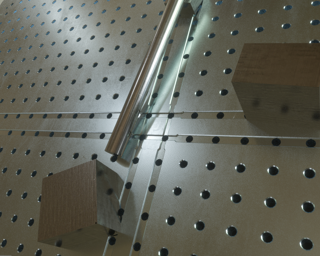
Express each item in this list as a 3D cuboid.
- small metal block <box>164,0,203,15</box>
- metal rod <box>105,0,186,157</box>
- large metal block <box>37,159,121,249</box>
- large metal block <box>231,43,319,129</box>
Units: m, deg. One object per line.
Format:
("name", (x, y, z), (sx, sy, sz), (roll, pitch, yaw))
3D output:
("small metal block", (0.043, -0.218, 0.518), (0.050, 0.025, 0.050), (14, 69, 33))
("metal rod", (-0.011, -0.100, 0.456), (0.025, 0.025, 0.299), (11, 73, 32))
("large metal block", (-0.098, 0.095, 0.384), (0.080, 0.050, 0.080), (-21, 54, 15))
("large metal block", (0.131, -0.044, 0.331), (0.080, 0.080, 0.050), (9, 67, 32))
